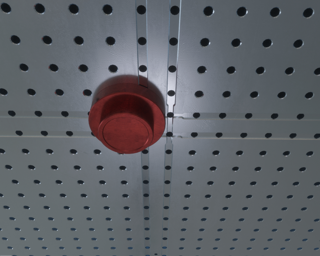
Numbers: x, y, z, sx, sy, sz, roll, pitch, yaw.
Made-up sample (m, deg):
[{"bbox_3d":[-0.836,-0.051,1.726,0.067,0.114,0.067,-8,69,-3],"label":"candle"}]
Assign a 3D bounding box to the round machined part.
[{"bbox_3d":[-0.042,-0.005,0.396,0.099,0.042,0.097,0,130,0],"label":"round machined part"}]
